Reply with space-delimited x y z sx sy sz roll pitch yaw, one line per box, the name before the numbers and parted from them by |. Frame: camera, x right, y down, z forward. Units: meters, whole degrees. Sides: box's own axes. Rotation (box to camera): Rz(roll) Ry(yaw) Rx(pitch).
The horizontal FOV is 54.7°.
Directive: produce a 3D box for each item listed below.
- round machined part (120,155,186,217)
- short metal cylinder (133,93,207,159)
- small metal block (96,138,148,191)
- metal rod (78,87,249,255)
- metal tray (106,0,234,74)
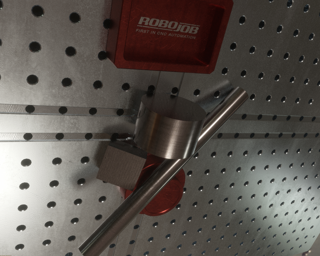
round machined part | -0.005 0.090 0.455 0.099 0.042 0.097 -14 125 -21
short metal cylinder | 0.011 -0.005 0.380 0.081 0.080 0.050 0 118 -29
small metal block | -0.049 0.047 0.401 0.050 0.025 0.050 21 109 -6
metal rod | 0.014 0.052 0.413 0.301 0.025 0.025 -45 131 -13
metal tray | 0.012 -0.111 0.346 0.131 0.030 0.089 -2 119 -28
